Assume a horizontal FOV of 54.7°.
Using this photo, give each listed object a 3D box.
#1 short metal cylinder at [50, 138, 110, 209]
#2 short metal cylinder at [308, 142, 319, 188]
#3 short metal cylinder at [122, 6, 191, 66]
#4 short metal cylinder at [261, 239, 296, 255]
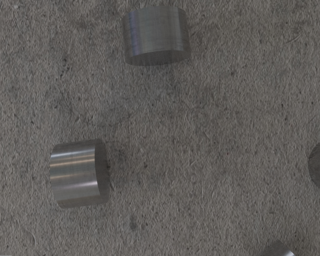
[{"bbox_3d":[-0.095,0.056,0.382,0.050,0.080,0.080,-8,90,0],"label":"short metal cylinder"},{"bbox_3d":[0.243,0.051,0.399,0.081,0.050,0.080,0,90,0],"label":"short metal cylinder"},{"bbox_3d":[-0.005,-0.110,0.382,0.080,0.080,0.050,-6,90,0],"label":"short metal cylinder"},{"bbox_3d":[0.160,0.187,0.384,0.050,0.080,0.080,-44,90,0],"label":"short metal cylinder"}]
